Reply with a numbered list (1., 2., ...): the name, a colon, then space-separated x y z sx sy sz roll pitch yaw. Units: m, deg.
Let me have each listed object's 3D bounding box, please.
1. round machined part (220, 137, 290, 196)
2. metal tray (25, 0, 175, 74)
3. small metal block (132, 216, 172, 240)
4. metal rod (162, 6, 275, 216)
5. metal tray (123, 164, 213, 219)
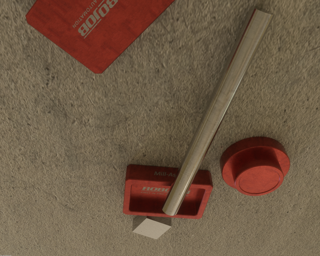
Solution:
1. round machined part: 0.140 0.062 0.451 0.099 0.042 0.097 -1 130 0
2. metal tray: -0.053 -0.124 0.298 0.090 0.030 0.130 37 121 -28
3. small metal block: -0.015 0.169 0.551 0.050 0.025 0.050 25 126 -21
4. metal rod: 0.059 0.002 0.386 0.025 0.025 0.298 13 122 -12
5. metal tray: 0.009 0.103 0.491 0.131 0.030 0.089 5 130 -5
